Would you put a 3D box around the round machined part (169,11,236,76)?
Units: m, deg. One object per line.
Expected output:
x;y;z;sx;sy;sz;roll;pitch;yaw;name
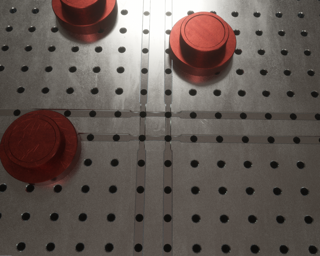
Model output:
0.062;-0.129;0.451;0.099;0.042;0.098;0;70;-1;round machined part

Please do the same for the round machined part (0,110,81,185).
-0.154;0.021;0.393;0.099;0.042;0.098;0;70;-1;round machined part

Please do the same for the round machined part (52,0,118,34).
-0.116;-0.196;0.473;0.099;0.042;0.098;0;70;-1;round machined part
